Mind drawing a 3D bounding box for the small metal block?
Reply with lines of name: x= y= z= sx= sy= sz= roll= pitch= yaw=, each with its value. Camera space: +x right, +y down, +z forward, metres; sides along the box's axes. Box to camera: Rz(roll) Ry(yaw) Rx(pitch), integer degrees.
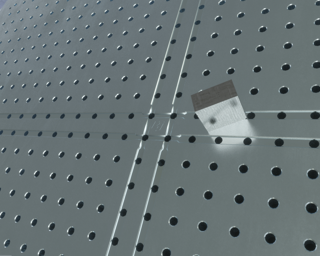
small metal block: x=0.071 y=-0.025 z=0.371 sx=0.050 sy=0.050 sz=0.025 roll=-21 pitch=54 yaw=16
